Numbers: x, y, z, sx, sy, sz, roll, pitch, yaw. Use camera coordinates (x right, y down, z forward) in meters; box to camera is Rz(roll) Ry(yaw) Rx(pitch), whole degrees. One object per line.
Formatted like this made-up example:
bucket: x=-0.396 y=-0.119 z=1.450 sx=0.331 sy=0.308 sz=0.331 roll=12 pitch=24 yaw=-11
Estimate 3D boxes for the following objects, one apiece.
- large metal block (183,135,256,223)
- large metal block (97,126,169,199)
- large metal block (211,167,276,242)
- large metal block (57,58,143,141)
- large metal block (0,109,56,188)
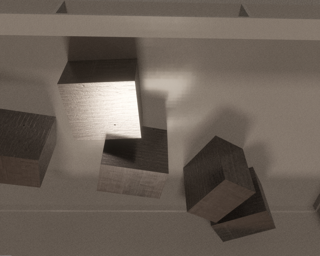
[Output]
large metal block: x=0.079 y=0.072 z=0.436 sx=0.050 sy=0.080 sz=0.080 roll=25 pitch=125 yaw=-20
large metal block: x=-0.035 y=0.041 z=0.407 sx=0.081 sy=0.080 sz=0.050 roll=9 pitch=129 yaw=-9
large metal block: x=0.120 y=0.116 z=0.474 sx=0.080 sy=0.080 sz=0.050 roll=-22 pitch=127 yaw=17
large metal block: x=-0.064 y=-0.033 z=0.364 sx=0.081 sy=0.050 sz=0.079 roll=-2 pitch=130 yaw=1
large metal block: x=-0.182 y=0.023 z=0.390 sx=0.081 sy=0.080 sz=0.050 roll=8 pitch=130 yaw=-8
